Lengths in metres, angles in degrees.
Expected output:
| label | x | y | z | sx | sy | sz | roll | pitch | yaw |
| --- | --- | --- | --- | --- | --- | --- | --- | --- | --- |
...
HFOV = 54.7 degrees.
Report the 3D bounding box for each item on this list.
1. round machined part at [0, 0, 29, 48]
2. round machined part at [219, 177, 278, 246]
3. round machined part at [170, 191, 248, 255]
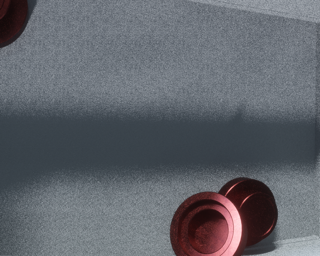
| label | x | y | z | sx | sy | sz | roll | pitch | yaw |
| --- | --- | --- | --- | --- | --- | --- | --- | --- | --- |
| round machined part | -0.194 | -0.136 | 0.330 | 0.099 | 0.042 | 0.097 | 0 | 90 | -20 |
| round machined part | 0.130 | 0.123 | 0.449 | 0.099 | 0.042 | 0.097 | 0 | 90 | -20 |
| round machined part | 0.066 | 0.136 | 0.404 | 0.098 | 0.098 | 0.042 | -57 | 137 | -11 |
